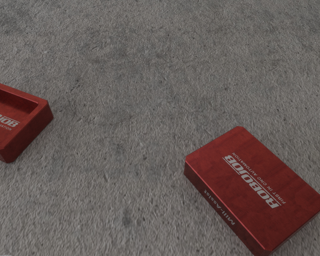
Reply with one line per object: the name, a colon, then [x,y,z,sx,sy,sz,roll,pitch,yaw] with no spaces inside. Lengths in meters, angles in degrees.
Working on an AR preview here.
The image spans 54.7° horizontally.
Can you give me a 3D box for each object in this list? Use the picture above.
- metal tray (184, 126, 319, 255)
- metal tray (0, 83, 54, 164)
metal tray: [0.100,0.065,0.346,0.091,0.030,0.130,-28,56,-22]
metal tray: [-0.223,-0.016,0.411,0.130,0.030,0.090,20,53,15]
